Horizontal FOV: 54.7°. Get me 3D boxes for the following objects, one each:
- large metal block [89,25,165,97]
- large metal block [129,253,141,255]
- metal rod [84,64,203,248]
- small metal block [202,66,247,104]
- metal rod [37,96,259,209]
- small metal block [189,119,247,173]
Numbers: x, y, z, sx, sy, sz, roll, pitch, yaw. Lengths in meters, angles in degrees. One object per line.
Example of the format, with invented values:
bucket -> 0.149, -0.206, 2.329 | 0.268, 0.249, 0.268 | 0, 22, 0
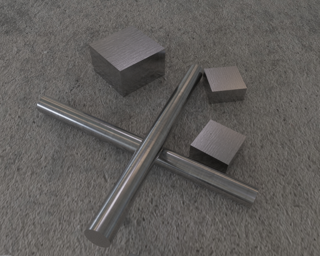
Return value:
large metal block -> -0.049, -0.104, 0.474 | 0.080, 0.050, 0.080 | -33, 57, -25
large metal block -> 0.003, 0.160, 0.253 | 0.080, 0.050, 0.080 | 12, 51, 9
metal rod -> 0.001, 0.003, 0.369 | 0.025, 0.025, 0.301 | 17, 43, 13
small metal block -> 0.094, -0.064, 0.458 | 0.050, 0.025, 0.050 | -6, 50, -6
metal rod -> -0.029, 0.022, 0.384 | 0.301, 0.025, 0.025 | 23, 54, 18
small metal block -> 0.071, 0.023, 0.384 | 0.050, 0.025, 0.050 | 28, 55, 21
